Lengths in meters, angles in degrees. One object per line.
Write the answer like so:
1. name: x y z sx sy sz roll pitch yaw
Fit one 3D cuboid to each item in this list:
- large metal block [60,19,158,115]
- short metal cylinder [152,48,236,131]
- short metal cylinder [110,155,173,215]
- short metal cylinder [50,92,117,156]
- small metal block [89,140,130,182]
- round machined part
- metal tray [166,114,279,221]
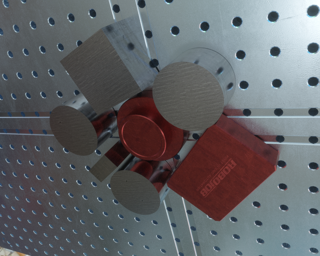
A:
1. large metal block: -0.061 -0.073 0.382 0.080 0.050 0.080 -23 106 36
2. short metal cylinder: 0.039 -0.043 0.347 0.080 0.050 0.079 13 124 21
3. short metal cylinder: -0.026 0.080 0.458 0.080 0.050 0.079 13 124 21
4. short metal cylinder: -0.110 -0.007 0.448 0.080 0.050 0.079 13 124 21
5. small metal block: -0.071 0.047 0.460 0.025 0.050 0.050 45 129 -3
6. round machined part: -0.015 0.004 0.410 0.098 0.042 0.097 13 124 21
7. metal tray: 0.076 0.055 0.401 0.090 0.030 0.129 35 129 5
